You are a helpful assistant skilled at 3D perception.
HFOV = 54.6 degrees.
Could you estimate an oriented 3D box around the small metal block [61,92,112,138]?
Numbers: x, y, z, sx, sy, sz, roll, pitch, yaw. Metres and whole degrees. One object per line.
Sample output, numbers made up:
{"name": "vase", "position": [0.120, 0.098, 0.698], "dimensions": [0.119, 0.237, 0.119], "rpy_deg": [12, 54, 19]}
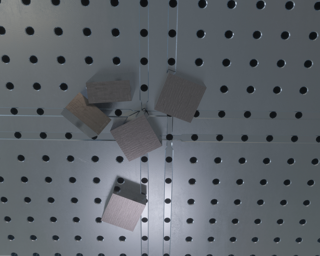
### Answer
{"name": "small metal block", "position": [-0.094, -0.014, 0.391], "dimensions": [0.050, 0.050, 0.025], "rpy_deg": [42, 70, -14]}

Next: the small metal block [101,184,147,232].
{"name": "small metal block", "position": [-0.053, 0.118, 0.456], "dimensions": [0.050, 0.025, 0.050], "rpy_deg": [22, 109, -8]}

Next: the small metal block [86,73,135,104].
{"name": "small metal block", "position": [-0.059, -0.050, 0.381], "dimensions": [0.050, 0.050, 0.025], "rpy_deg": [-3, 110, 1]}

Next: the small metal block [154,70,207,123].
{"name": "small metal block", "position": [0.025, -0.041, 0.398], "dimensions": [0.050, 0.025, 0.050], "rpy_deg": [20, 109, -7]}

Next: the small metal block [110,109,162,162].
{"name": "small metal block", "position": [-0.031, 0.010, 0.417], "dimensions": [0.050, 0.025, 0.050], "rpy_deg": [-26, 108, 9]}
